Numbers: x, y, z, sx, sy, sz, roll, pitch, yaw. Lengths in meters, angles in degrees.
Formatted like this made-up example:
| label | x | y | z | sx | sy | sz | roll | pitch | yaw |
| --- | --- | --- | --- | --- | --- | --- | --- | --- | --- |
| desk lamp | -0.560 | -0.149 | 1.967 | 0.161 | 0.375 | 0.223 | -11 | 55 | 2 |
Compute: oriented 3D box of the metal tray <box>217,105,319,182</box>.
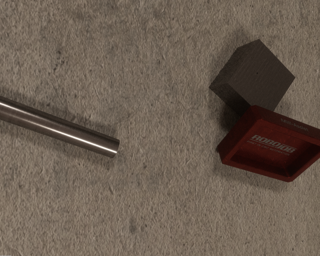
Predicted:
| label | x | y | z | sx | sy | sz | roll | pitch | yaw |
| --- | --- | --- | --- | --- | --- | --- | --- | --- | --- |
| metal tray | 0.160 | 0.027 | 0.438 | 0.131 | 0.030 | 0.089 | 17 | 128 | -20 |

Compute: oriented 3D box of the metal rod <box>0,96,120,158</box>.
| label | x | y | z | sx | sy | sz | roll | pitch | yaw |
| --- | --- | --- | --- | --- | --- | --- | --- | --- | --- |
| metal rod | -0.188 | -0.027 | 0.339 | 0.302 | 0.025 | 0.025 | 22 | 83 | -19 |

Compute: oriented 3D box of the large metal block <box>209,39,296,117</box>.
| label | x | y | z | sx | sy | sz | roll | pitch | yaw |
| --- | --- | --- | --- | --- | --- | --- | --- | --- | --- |
| large metal block | 0.132 | -0.066 | 0.446 | 0.080 | 0.050 | 0.080 | 40 | 77 | -16 |
